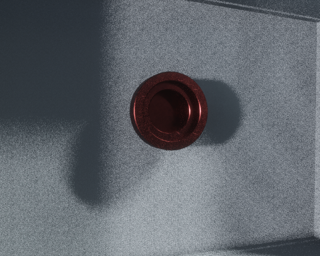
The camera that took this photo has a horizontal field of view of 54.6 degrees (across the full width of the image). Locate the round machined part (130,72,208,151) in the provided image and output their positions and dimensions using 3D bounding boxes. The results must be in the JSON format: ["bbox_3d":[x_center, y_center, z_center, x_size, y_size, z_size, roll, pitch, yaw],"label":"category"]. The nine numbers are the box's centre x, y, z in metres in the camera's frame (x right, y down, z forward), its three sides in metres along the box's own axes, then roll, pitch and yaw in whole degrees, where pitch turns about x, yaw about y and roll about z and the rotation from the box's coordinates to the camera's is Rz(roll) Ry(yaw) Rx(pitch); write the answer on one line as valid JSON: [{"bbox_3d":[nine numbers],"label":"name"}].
[{"bbox_3d":[0.008,-0.021,0.401,0.099,0.042,0.097,0,90,-20],"label":"round machined part"}]
